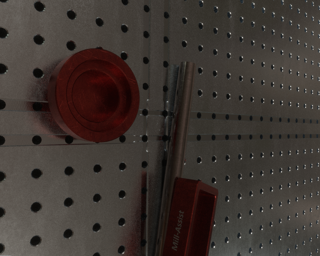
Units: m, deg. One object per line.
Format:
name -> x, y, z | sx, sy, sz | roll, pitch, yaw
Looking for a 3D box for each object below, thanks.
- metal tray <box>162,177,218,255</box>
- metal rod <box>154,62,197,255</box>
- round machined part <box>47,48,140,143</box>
metal tray -> 0.042, 0.140, 0.420 | 0.090, 0.030, 0.130 | 34, 64, -57
metal rod -> 0.020, 0.056, 0.428 | 0.025, 0.025, 0.298 | 13, 82, -40
round machined part -> -0.074, -0.034, 0.337 | 0.099, 0.042, 0.097 | 0, 90, -40
